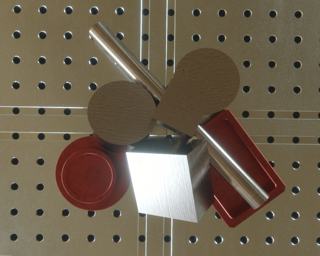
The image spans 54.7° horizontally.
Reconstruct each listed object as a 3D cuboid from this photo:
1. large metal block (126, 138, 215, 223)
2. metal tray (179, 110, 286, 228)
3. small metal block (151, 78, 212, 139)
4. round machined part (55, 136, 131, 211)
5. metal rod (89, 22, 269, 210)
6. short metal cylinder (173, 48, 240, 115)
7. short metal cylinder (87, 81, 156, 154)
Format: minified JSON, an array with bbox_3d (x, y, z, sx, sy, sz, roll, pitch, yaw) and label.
[{"bbox_3d":[0.014,0.059,0.371,0.080,0.050,0.079,-1,107,33],"label":"large metal block"},{"bbox_3d":[0.088,0.052,0.408,0.090,0.030,0.130,-36,90,0],"label":"metal tray"},{"bbox_3d":[0.024,-0.021,0.357,0.050,0.025,0.050,26,82,0],"label":"small metal block"},{"bbox_3d":[-0.087,0.059,0.400,0.099,0.042,0.097,0,90,0],"label":"round machined part"},{"bbox_3d":[0.017,-0.022,0.385,0.025,0.025,0.300,-43,81,0],"label":"metal rod"},{"bbox_3d":[0.056,-0.057,0.398,0.081,0.050,0.079,0,90,0],"label":"short metal cylinder"},{"bbox_3d":[-0.047,-0.012,0.386,0.081,0.050,0.080,2,73,-8],"label":"short metal cylinder"}]
